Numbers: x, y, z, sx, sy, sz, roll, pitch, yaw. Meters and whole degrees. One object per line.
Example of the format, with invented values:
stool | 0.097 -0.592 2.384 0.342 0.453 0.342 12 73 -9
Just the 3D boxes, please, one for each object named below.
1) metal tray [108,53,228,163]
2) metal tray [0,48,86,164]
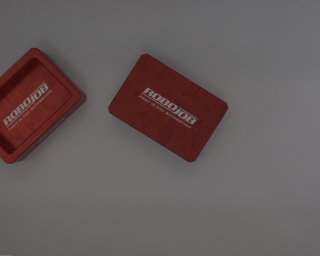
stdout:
metal tray | 0.011 -0.026 0.409 0.130 0.030 0.090 32 90 0
metal tray | -0.175 -0.028 0.407 0.130 0.030 0.090 -44 90 0
